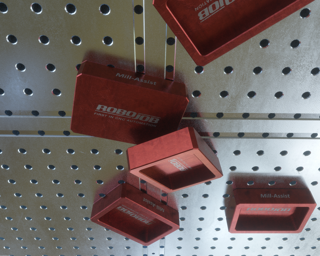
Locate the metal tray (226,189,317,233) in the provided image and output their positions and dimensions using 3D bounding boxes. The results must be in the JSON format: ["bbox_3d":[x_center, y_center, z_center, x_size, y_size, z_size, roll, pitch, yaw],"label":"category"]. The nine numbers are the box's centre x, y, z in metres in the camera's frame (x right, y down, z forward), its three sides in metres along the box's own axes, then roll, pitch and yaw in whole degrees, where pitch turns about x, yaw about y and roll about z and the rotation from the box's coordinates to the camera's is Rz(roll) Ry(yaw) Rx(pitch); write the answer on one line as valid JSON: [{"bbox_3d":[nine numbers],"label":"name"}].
[{"bbox_3d":[0.187,0.145,0.534,0.131,0.030,0.089,0,130,-1],"label":"metal tray"}]

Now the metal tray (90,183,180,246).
[{"bbox_3d":[-0.041,0.154,0.538,0.130,0.030,0.090,36,121,-27],"label":"metal tray"}]

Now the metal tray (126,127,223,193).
[{"bbox_3d":[0.025,0.049,0.419,0.090,0.030,0.130,-20,150,16],"label":"metal tray"}]

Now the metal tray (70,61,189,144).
[{"bbox_3d":[-0.040,-0.024,0.387,0.131,0.030,0.089,12,129,-11],"label":"metal tray"}]

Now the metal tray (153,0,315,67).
[{"bbox_3d":[0.070,-0.129,0.298,0.130,0.030,0.090,-29,125,22],"label":"metal tray"}]
